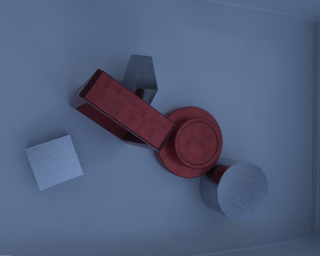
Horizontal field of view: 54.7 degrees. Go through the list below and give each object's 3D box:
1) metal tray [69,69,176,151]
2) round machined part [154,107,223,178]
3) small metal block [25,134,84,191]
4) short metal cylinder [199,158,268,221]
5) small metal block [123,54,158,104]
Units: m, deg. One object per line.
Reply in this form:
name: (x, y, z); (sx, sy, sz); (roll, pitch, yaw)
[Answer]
metal tray: (-0.048, -0.015, 0.338); (0.090, 0.130, 0.030); (36, 79, -17)
round machined part: (0.043, 0.020, 0.419); (0.099, 0.042, 0.097); (0, 90, -21)
small metal block: (-0.124, 0.039, 0.365); (0.050, 0.025, 0.050); (-20, 97, -19)
short metal cylinder: (0.103, 0.085, 0.437); (0.081, 0.050, 0.079); (0, 90, -21)
small metal block: (-0.026, -0.053, 0.379); (0.025, 0.050, 0.050); (1, 60, -21)
